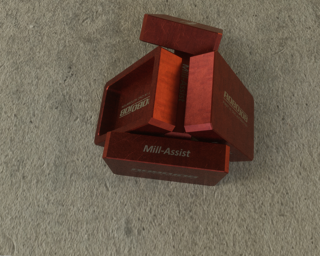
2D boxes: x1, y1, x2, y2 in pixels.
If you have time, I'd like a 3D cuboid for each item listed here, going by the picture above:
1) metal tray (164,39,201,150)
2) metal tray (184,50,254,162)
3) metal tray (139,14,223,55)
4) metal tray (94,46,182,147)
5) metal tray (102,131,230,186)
[{"bbox_3d":[0.026,-0.036,0.388,0.030,0.090,0.130,7,70,2],"label":"metal tray"},{"bbox_3d":[0.076,-0.019,0.364,0.030,0.130,0.090,-7,67,33],"label":"metal tray"},{"bbox_3d":[0.034,-0.123,0.406,0.090,0.130,0.030,17,112,5],"label":"metal tray"},{"bbox_3d":[-0.030,-0.029,0.368,0.030,0.130,0.090,20,66,-32],"label":"metal tray"},{"bbox_3d":[0.007,0.039,0.360,0.131,0.090,0.030,7,70,2],"label":"metal tray"}]
